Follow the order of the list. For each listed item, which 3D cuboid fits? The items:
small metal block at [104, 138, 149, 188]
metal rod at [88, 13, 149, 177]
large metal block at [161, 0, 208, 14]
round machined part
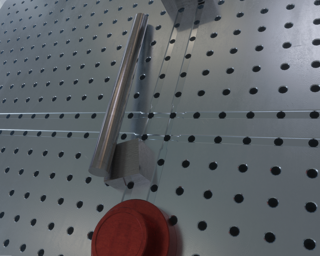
[{"bbox_3d":[-0.044,0.046,0.403,0.050,0.025,0.050,-17,55,18],"label":"small metal block"},{"bbox_3d":[-0.054,-0.069,0.459,0.025,0.025,0.300,-8,52,24],"label":"metal rod"},{"bbox_3d":[0.042,-0.252,0.525,0.080,0.050,0.080,-11,57,22],"label":"large metal block"},{"bbox_3d":[-0.035,0.125,0.339,0.098,0.042,0.098,-13,56,21],"label":"round machined part"}]
